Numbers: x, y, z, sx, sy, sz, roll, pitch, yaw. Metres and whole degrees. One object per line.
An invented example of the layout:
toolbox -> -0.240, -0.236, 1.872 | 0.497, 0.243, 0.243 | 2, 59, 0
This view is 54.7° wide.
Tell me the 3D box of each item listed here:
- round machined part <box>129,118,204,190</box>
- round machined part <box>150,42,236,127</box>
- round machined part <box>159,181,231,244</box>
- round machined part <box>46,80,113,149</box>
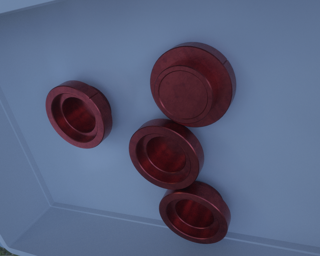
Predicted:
round machined part -> 0.012, 0.030, 0.410 | 0.098, 0.042, 0.097 | 13, 124, 21
round machined part -> 0.033, -0.044, 0.351 | 0.098, 0.042, 0.097 | 12, 121, 21
round machined part -> 0.052, 0.114, 0.439 | 0.098, 0.042, 0.097 | 14, 127, 19
round machined part -> -0.109, -0.023, 0.441 | 0.098, 0.042, 0.097 | 13, 124, 21
